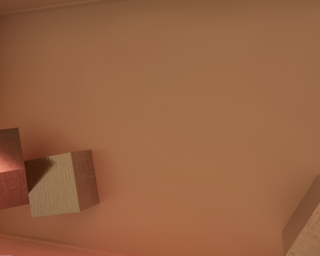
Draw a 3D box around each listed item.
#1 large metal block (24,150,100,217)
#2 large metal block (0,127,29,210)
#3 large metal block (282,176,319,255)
[{"bbox_3d":[-0.141,0.079,0.447,0.080,0.050,0.080,-11,86,19],"label":"large metal block"},{"bbox_3d":[-0.221,0.058,0.440,0.080,0.050,0.079,59,147,39],"label":"large metal block"},{"bbox_3d":[0.172,0.101,0.320,0.050,0.080,0.080,30,100,17],"label":"large metal block"}]
